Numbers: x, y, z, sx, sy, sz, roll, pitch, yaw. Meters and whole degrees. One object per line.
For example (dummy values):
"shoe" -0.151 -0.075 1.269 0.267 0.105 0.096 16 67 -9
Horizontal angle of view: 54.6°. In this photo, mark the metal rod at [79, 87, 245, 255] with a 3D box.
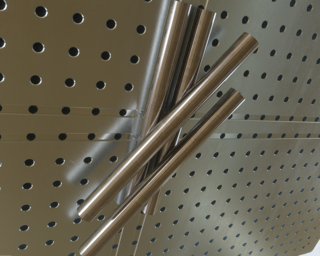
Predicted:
"metal rod" 0.000 0.064 0.417 0.300 0.025 0.025 -47 129 4

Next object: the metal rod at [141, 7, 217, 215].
"metal rod" 0.018 -0.005 0.418 0.025 0.025 0.298 1 118 -29

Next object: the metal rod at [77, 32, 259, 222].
"metal rod" 0.007 0.002 0.384 0.300 0.025 0.025 -46 129 4

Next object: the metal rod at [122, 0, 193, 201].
"metal rod" -0.012 -0.007 0.400 0.025 0.025 0.298 1 118 -29
